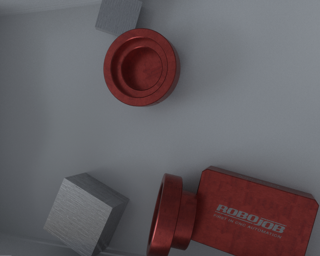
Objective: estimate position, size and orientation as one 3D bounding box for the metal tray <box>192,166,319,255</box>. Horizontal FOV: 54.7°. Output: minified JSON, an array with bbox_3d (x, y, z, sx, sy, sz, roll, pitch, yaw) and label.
[{"bbox_3d":[0.106,0.106,0.368,0.130,0.030,0.089,15,95,17],"label":"metal tray"}]

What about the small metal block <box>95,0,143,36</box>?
[{"bbox_3d":[-0.056,-0.151,0.418,0.050,0.025,0.050,16,96,-11],"label":"small metal block"}]

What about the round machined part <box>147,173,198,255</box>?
[{"bbox_3d":[0.016,0.106,0.369,0.042,0.098,0.097,13,95,-1],"label":"round machined part"}]

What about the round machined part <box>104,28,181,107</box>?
[{"bbox_3d":[-0.020,-0.076,0.406,0.098,0.042,0.097,1,92,18],"label":"round machined part"}]

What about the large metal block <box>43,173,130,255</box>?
[{"bbox_3d":[-0.102,0.120,0.432,0.080,0.050,0.080,27,99,17],"label":"large metal block"}]
